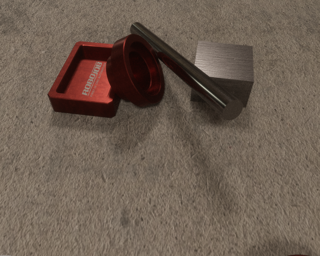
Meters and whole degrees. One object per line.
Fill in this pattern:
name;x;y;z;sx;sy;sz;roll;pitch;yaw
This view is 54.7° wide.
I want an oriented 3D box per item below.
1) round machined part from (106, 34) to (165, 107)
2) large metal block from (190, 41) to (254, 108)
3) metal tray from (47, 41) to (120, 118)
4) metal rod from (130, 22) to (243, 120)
round machined part;-0.037;-0.076;0.429;0.042;0.098;0.098;-16;44;28
large metal block;0.091;-0.080;0.456;0.080;0.050;0.080;8;50;6
metal tray;-0.098;-0.076;0.462;0.091;0.030;0.130;7;50;5
metal rod;0.018;-0.097;0.439;0.025;0.025;0.300;-19;39;-15
